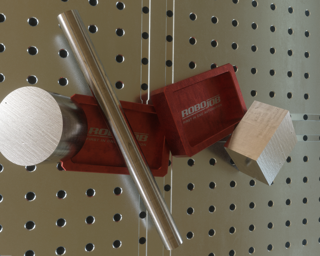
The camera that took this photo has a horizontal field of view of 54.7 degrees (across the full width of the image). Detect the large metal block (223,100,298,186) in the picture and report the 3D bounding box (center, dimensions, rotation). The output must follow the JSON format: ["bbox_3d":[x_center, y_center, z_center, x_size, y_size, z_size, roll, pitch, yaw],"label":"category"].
[{"bbox_3d":[0.143,0.022,0.433,0.080,0.050,0.080,-53,137,-12],"label":"large metal block"}]

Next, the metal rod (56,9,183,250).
[{"bbox_3d":[-0.043,0.010,0.365,0.025,0.025,0.299,-27,99,-18],"label":"metal rod"}]

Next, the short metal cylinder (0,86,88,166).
[{"bbox_3d":[-0.126,-0.001,0.333,0.080,0.050,0.080,-1,86,15],"label":"short metal cylinder"}]

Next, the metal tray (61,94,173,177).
[{"bbox_3d":[-0.052,0.011,0.390,0.131,0.030,0.089,7,88,-20],"label":"metal tray"}]

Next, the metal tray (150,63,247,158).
[{"bbox_3d":[0.058,-0.026,0.411,0.131,0.030,0.090,-25,99,-35],"label":"metal tray"}]
